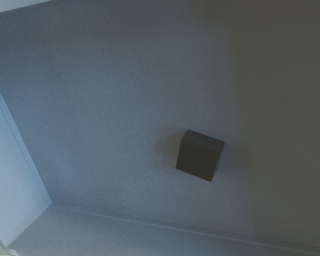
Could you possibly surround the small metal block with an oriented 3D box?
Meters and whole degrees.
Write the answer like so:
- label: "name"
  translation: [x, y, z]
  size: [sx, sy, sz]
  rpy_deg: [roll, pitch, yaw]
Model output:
- label: "small metal block"
  translation: [0.052, 0.036, 0.403]
  size: [0.050, 0.025, 0.050]
  rpy_deg: [19, 126, 16]
